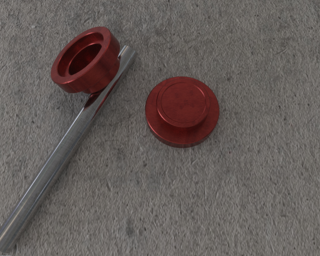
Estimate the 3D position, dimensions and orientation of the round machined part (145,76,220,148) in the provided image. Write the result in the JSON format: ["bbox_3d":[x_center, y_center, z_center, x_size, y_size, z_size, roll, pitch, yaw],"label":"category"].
[{"bbox_3d":[0.030,-0.026,0.409,0.099,0.042,0.098,0,70,0],"label":"round machined part"}]

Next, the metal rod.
[{"bbox_3d":[-0.114,0.014,0.402,0.025,0.025,0.300,27,72,9],"label":"metal rod"}]

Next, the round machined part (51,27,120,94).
[{"bbox_3d":[-0.093,-0.085,0.414,0.098,0.042,0.098,-18,49,23],"label":"round machined part"}]
